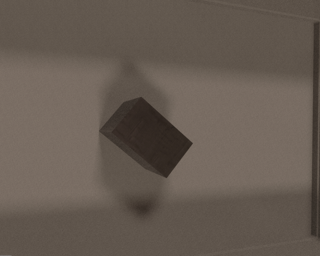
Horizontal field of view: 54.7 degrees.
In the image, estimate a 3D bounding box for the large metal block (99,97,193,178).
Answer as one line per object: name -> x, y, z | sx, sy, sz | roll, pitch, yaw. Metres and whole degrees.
large metal block -> -0.020, 0.011, 0.375 | 0.080, 0.080, 0.050 | 42, 77, -16
